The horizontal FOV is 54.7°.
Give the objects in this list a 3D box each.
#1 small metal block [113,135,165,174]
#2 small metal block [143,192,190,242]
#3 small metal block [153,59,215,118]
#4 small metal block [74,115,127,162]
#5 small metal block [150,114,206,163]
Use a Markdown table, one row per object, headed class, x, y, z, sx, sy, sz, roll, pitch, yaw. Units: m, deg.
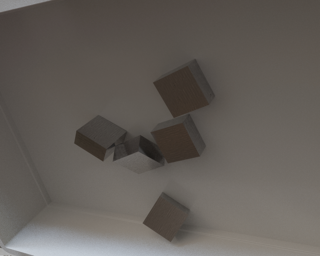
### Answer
| class | x | y | z | sx | sy | sz | roll | pitch | yaw |
| --- | --- | --- | --- | --- | --- | --- | --- | --- | --- |
| small metal block | -0.029 | 0.039 | 0.432 | 0.050 | 0.025 | 0.050 | -24 | 138 | 36 |
| small metal block | 0.010 | 0.135 | 0.471 | 0.050 | 0.025 | 0.050 | 32 | 97 | 7 |
| small metal block | 0.029 | -0.046 | 0.364 | 0.050 | 0.025 | 0.050 | -21 | 108 | 35 |
| small metal block | -0.085 | 0.013 | 0.442 | 0.050 | 0.050 | 0.025 | 30 | 128 | 11 |
| small metal block | 0.024 | 0.015 | 0.404 | 0.050 | 0.025 | 0.050 | -17 | 110 | 34 |
